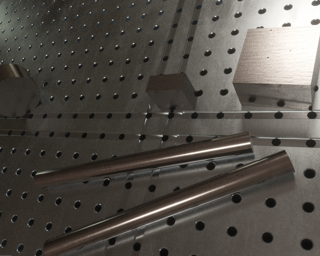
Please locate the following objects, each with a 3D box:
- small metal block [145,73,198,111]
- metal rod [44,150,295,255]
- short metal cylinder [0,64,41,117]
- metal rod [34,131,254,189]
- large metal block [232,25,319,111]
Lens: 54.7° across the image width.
[{"bbox_3d":[0.017,-0.046,0.411,0.050,0.050,0.025,0,62,28],"label":"small metal block"},{"bbox_3d":[-0.001,0.092,0.351,0.301,0.025,0.025,-24,53,13],"label":"metal rod"},{"bbox_3d":[-0.260,-0.066,0.547,0.080,0.080,0.050,-42,51,-1],"label":"short metal cylinder"},{"bbox_3d":[-0.036,0.046,0.397,0.301,0.025,0.025,-12,57,21],"label":"metal rod"},{"bbox_3d":[0.139,-0.070,0.362,0.080,0.050,0.080,7,65,31],"label":"large metal block"}]
